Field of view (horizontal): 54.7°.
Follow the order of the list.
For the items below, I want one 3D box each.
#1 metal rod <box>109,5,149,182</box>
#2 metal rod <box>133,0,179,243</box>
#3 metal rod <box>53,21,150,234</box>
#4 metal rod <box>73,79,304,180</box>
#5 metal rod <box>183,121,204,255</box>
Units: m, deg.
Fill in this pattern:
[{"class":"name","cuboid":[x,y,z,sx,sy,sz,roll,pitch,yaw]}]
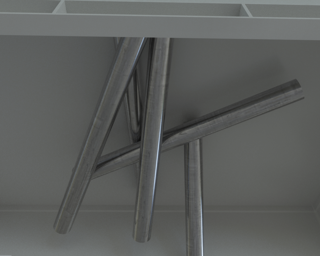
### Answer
[{"class":"metal rod","cuboid":[-0.030,-0.005,0.404,0.025,0.025,0.298,-3,130,2]},{"class":"metal rod","cuboid":[-0.009,0.010,0.362,0.025,0.025,0.298,5,113,-4]},{"class":"metal rod","cuboid":[-0.079,0.021,0.367,0.025,0.025,0.298,18,119,-15]},{"class":"metal rod","cuboid":[0.023,0.010,0.387,0.301,0.025,0.025,-22,127,14]},{"class":"metal rod","cuboid":[0.048,0.140,0.429,0.025,0.025,0.298,-2,98,1]}]
